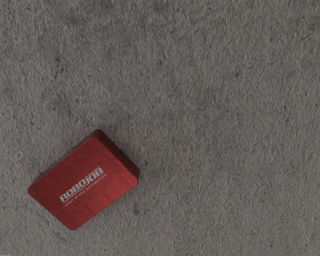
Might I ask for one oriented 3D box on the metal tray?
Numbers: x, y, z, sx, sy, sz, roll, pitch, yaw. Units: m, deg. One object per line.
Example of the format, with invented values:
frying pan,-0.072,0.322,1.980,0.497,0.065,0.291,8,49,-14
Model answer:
metal tray,-0.105,0.074,0.434,0.130,0.030,0.090,-38,106,12
